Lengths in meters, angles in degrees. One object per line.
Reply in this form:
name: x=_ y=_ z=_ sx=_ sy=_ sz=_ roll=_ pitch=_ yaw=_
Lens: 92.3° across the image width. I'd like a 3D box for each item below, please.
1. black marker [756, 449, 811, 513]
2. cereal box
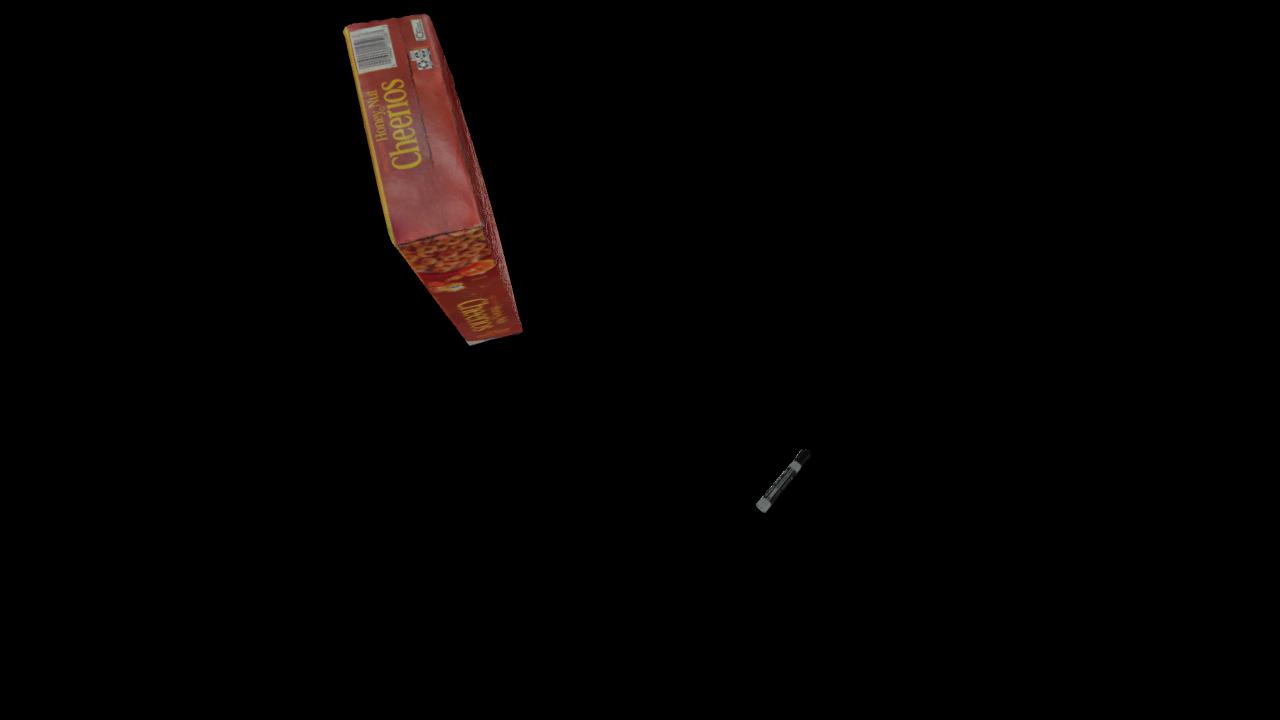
black marker: x=0.221 y=0.182 z=0.938 sx=0.121 sy=0.020 sz=0.020 roll=-45 pitch=17 yaw=-17
cereal box: x=-0.193 y=-0.151 z=0.627 sx=0.081 sy=0.203 sz=0.306 roll=-15 pitch=-11 yaw=-9
